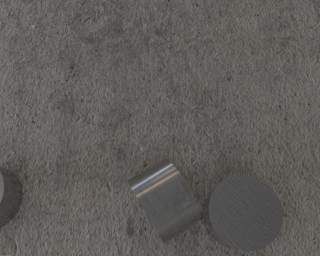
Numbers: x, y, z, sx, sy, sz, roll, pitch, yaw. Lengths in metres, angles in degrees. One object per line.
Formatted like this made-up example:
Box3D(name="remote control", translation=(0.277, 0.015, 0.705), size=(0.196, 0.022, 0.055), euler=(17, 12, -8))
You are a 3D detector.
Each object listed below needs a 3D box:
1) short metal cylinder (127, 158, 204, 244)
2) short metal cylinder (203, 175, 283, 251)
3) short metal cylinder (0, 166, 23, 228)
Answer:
Box3D(name="short metal cylinder", translation=(0.005, 0.081, 0.349), size=(0.050, 0.080, 0.080), euler=(-30, 73, -10))
Box3D(name="short metal cylinder", translation=(0.093, 0.099, 0.359), size=(0.081, 0.050, 0.080), euler=(0, 70, 0))
Box3D(name="short metal cylinder", translation=(-0.213, 0.079, 0.364), size=(0.081, 0.050, 0.080), euler=(0, 70, 0))
